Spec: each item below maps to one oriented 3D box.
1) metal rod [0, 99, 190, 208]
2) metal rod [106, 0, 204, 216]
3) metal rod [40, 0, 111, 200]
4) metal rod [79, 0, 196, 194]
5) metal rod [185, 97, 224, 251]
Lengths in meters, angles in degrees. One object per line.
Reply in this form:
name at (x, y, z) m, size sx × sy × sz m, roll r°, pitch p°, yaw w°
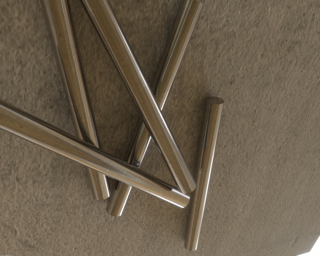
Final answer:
metal rod at (-0.064, 0.042, 0.364) m, size 0.301 × 0.025 × 0.025 m, roll 33°, pitch 99°, yaw -39°
metal rod at (-0.014, -0.011, 0.393) m, size 0.025 × 0.025 × 0.298 m, roll 8°, pitch 114°, yaw -32°
metal rod at (-0.089, -0.035, 0.337) m, size 0.025 × 0.025 × 0.298 m, roll -18°, pitch 126°, yaw -19°
metal rod at (-0.019, -0.034, 0.349) m, size 0.025 × 0.025 × 0.299 m, roll -31°, pitch 121°, yaw -9°
metal rod at (0.067, 0.090, 0.501) m, size 0.025 × 0.025 × 0.298 m, roll -10°, pitch 123°, yaw -23°
